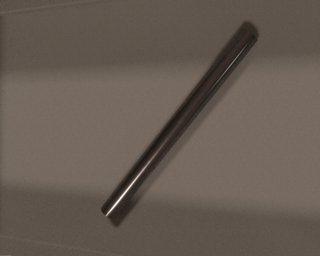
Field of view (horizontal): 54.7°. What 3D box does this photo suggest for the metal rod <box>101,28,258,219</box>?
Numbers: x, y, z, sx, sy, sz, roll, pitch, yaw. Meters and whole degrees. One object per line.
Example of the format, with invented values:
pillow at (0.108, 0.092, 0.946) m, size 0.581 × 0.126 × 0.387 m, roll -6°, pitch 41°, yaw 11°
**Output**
metal rod at (0.018, 0.003, 0.403) m, size 0.025 × 0.025 × 0.299 m, roll 41°, pitch 102°, yaw 15°
